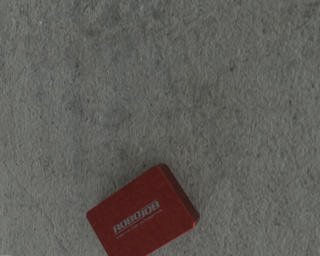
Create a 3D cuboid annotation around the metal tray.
[{"bbox_3d":[-0.025,0.118,0.414,0.130,0.030,0.090,-36,79,16],"label":"metal tray"}]
